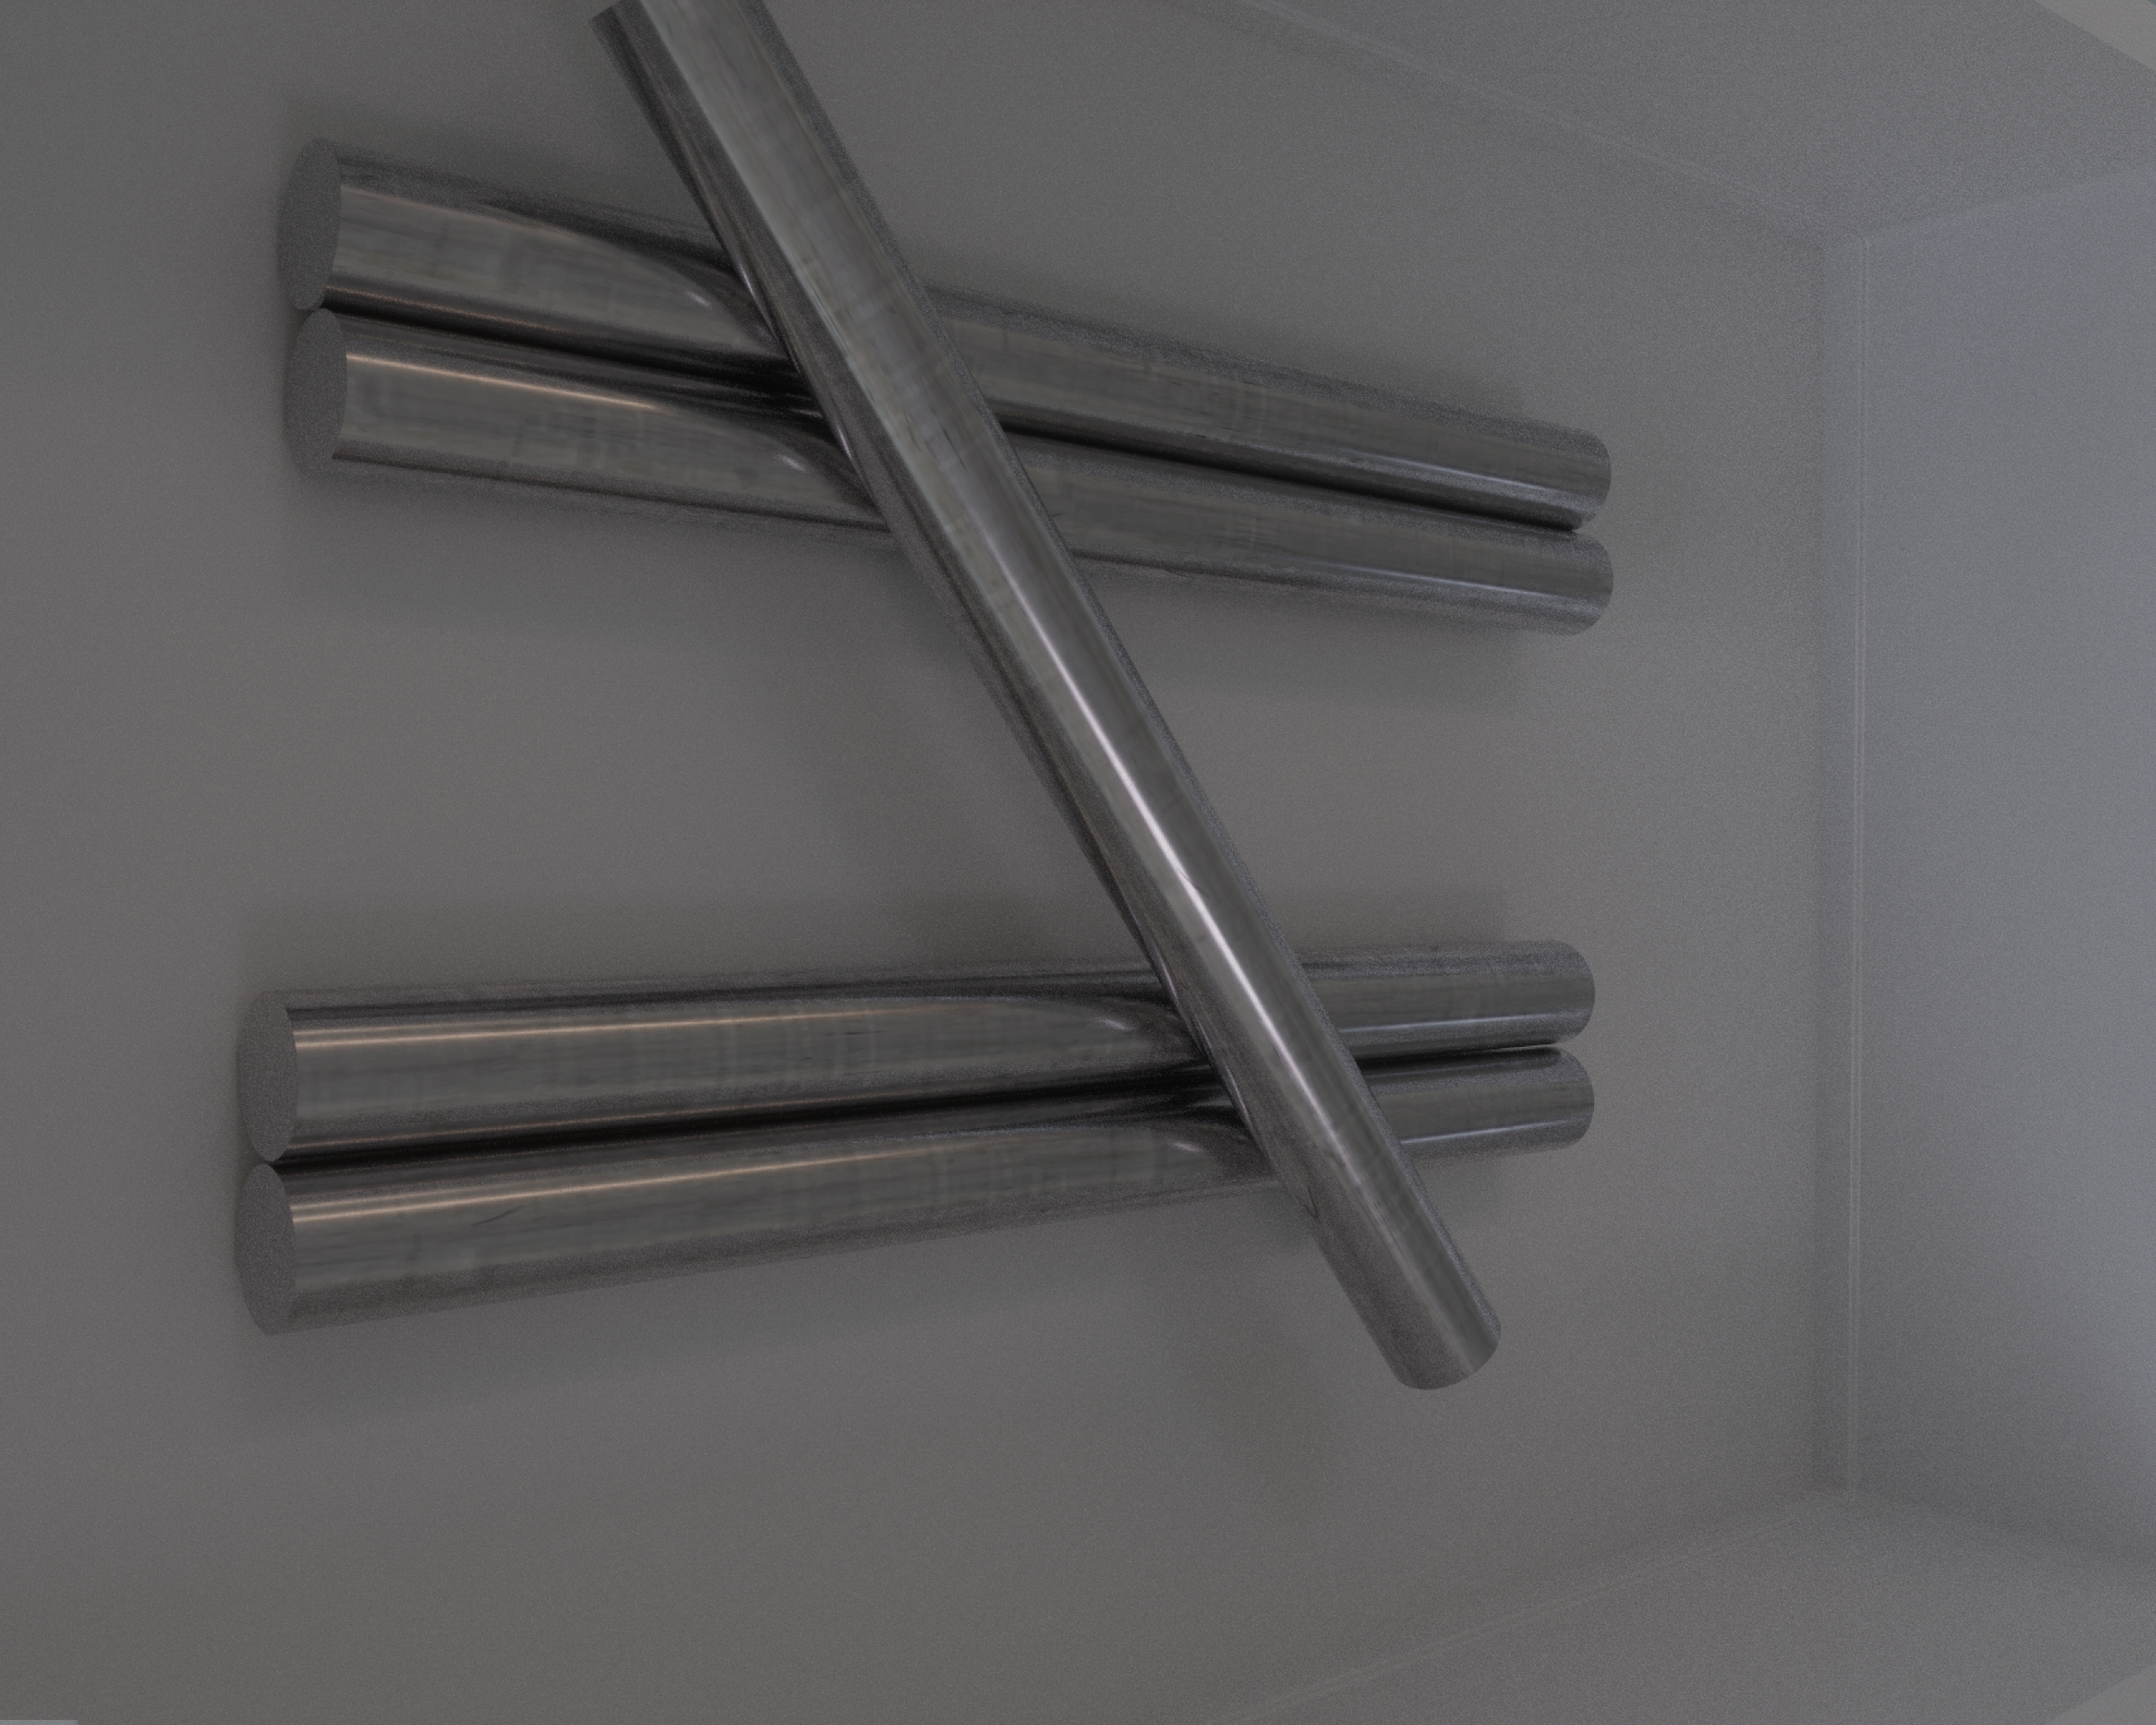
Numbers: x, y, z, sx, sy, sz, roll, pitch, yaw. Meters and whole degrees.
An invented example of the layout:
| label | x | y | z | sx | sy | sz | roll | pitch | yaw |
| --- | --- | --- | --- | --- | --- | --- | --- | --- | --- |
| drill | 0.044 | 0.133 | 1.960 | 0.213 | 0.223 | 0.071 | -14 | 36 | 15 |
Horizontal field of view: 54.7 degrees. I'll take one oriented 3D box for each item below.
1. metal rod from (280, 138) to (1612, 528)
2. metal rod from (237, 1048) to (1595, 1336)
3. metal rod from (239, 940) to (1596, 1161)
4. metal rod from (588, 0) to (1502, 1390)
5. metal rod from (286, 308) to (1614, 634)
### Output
| label | x | y | z | sx | sy | sz | roll | pitch | yaw |
| --- | --- | --- | --- | --- | --- | --- | --- | --- | --- |
| metal rod | 0.002 | -0.093 | 0.406 | 0.302 | 0.025 | 0.025 | 1 | 90 | -40 |
| metal rod | -0.003 | 0.056 | 0.402 | 0.302 | 0.025 | 0.025 | 0 | 90 | -40 |
| metal rod | -0.002 | 0.031 | 0.402 | 0.302 | 0.025 | 0.025 | 0 | 90 | -40 |
| metal rod | 0.006 | -0.017 | 0.378 | 0.025 | 0.025 | 0.299 | -46 | 117 | -30 |
| metal rod | 0.003 | -0.068 | 0.406 | 0.302 | 0.025 | 0.025 | 1 | 90 | -40 |
